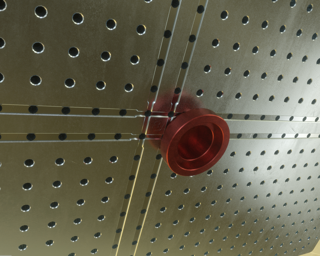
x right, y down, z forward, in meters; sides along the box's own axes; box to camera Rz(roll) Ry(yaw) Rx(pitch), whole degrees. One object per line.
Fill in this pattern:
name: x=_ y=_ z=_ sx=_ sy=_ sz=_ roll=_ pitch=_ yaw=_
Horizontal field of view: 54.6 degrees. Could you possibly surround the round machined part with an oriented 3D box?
round machined part: x=0.045 y=0.016 z=0.434 sx=0.099 sy=0.042 sz=0.097 roll=-14 pitch=124 yaw=-21
